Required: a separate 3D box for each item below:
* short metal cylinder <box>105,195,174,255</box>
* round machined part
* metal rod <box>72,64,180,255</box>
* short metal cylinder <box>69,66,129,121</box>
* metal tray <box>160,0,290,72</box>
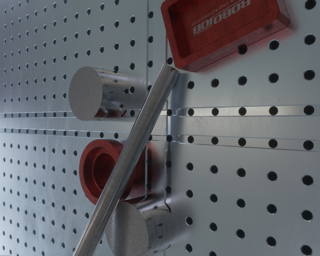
[{"bbox_3d":[-0.028,0.134,0.417,0.080,0.050,0.080,0,90,40],"label":"short metal cylinder"},{"bbox_3d":[-0.073,0.065,0.459,0.098,0.042,0.097,0,90,40],"label":"round machined part"},{"bbox_3d":[-0.049,0.058,0.399,0.025,0.025,0.299,25,90,37],"label":"metal rod"},{"bbox_3d":[-0.094,-0.050,0.471,0.080,0.050,0.080,0,90,40],"label":"short metal cylinder"},{"bbox_3d":[0.066,-0.130,0.351,0.130,0.030,0.090,-21,77,38],"label":"metal tray"}]
